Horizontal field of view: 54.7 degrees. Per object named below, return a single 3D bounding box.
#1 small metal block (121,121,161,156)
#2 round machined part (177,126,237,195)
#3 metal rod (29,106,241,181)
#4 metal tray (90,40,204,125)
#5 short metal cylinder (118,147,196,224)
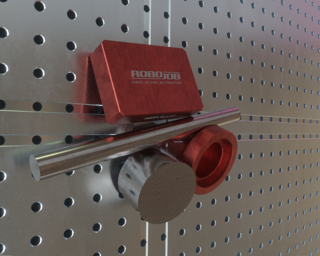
[{"bbox_3d":[-0.025,0.015,0.401,0.050,0.025,0.050,23,76,-38],"label":"small metal block"},{"bbox_3d":[0.062,0.041,0.437,0.099,0.042,0.097,-23,127,-34],"label":"round machined part"},{"bbox_3d":[0.000,0.008,0.377,0.302,0.025,0.025,-14,99,-39],"label":"metal rod"},{"bbox_3d":[-0.012,-0.055,0.379,0.131,0.030,0.090,-7,76,-41],"label":"metal tray"},{"bbox_3d":[-0.003,0.068,0.377,0.081,0.050,0.079,-14,116,-30],"label":"short metal cylinder"}]
